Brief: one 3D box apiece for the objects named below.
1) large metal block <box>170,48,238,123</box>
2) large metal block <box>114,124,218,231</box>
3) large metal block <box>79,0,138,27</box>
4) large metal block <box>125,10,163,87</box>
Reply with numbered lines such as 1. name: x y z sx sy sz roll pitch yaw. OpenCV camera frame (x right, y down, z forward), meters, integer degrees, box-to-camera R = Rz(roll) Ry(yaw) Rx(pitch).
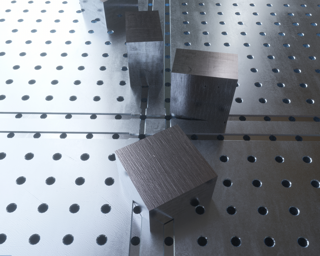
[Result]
1. large metal block: 0.058 -0.056 0.420 0.080 0.080 0.050 7 51 5
2. large metal block: 0.005 0.053 0.347 0.081 0.050 0.080 -23 54 -19
3. large metal block: -0.100 -0.248 0.598 0.080 0.050 0.080 -37 60 -27
4. large metal block: -0.024 -0.121 0.474 0.050 0.080 0.080 -4 50 -4
